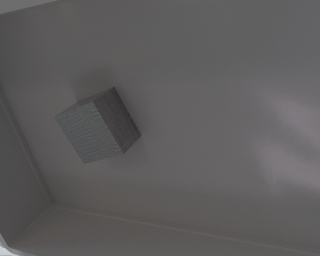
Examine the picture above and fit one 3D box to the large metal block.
[{"bbox_3d":[-0.087,-0.002,0.438,0.080,0.050,0.080,-16,110,34],"label":"large metal block"}]
